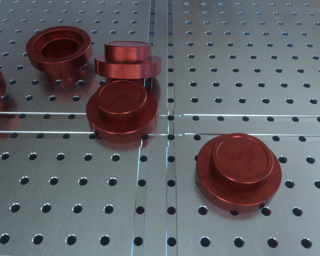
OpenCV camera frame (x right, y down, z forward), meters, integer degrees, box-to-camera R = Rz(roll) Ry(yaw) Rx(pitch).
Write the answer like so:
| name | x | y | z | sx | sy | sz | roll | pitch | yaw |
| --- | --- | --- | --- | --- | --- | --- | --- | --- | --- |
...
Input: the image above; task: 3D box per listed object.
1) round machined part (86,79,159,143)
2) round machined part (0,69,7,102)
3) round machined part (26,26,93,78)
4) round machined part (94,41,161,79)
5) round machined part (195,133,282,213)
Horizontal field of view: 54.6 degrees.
| name | x | y | z | sx | sy | sz | roll | pitch | yaw |
| --- | --- | --- | --- | --- | --- | --- | --- | --- | --- |
| round machined part | -0.051 | -0.030 | 0.422 | 0.099 | 0.042 | 0.098 | 0 | 50 | 0 |
| round machined part | -0.268 | -0.050 | 0.437 | 0.099 | 0.042 | 0.098 | 0 | 50 | 0 |
| round machined part | -0.157 | -0.118 | 0.495 | 0.099 | 0.042 | 0.098 | 0 | 50 | 0 |
| round machined part | -0.047 | -0.104 | 0.458 | 0.099 | 0.042 | 0.098 | 2 | 22 | 0 |
| round machined part | 0.092 | 0.044 | 0.360 | 0.099 | 0.042 | 0.098 | 0 | 50 | 0 |
